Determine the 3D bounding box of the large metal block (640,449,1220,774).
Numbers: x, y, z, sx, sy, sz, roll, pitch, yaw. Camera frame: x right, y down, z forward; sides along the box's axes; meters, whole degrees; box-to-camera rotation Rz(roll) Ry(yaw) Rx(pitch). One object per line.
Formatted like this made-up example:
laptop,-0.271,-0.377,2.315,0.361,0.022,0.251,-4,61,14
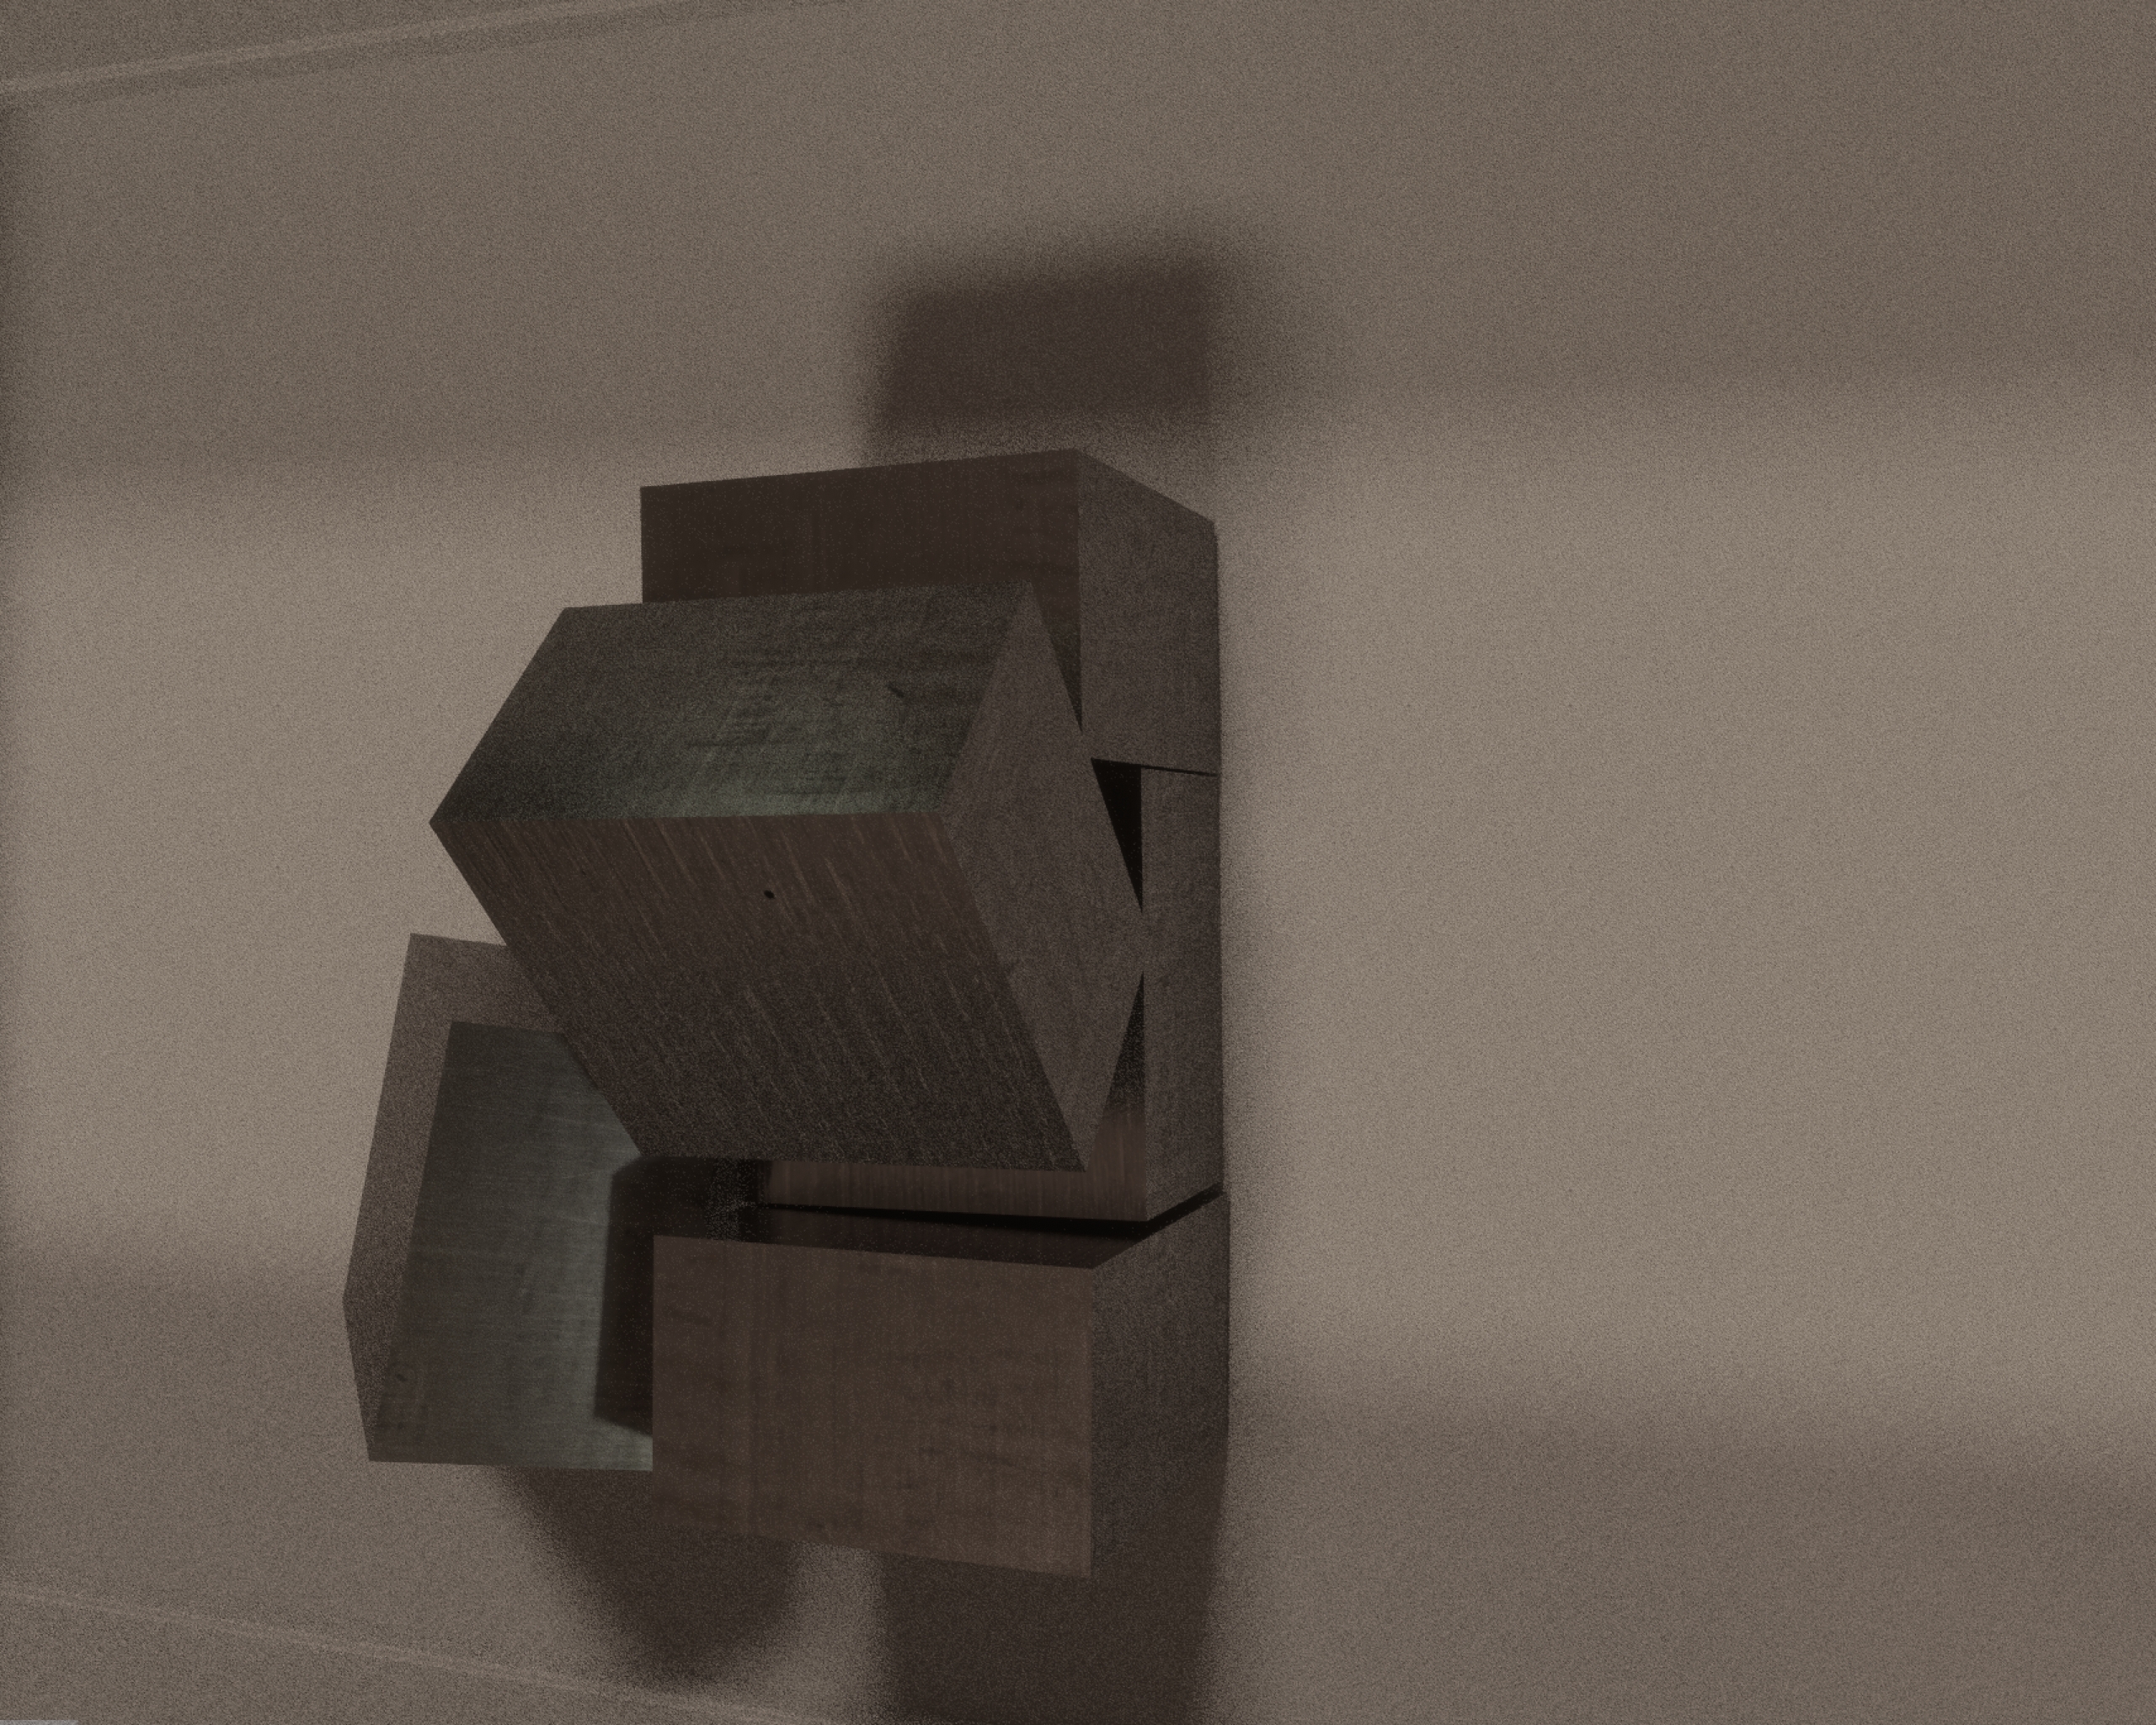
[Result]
large metal block,-0.024,-0.041,0.386,0.080,0.080,0.050,-1,90,19

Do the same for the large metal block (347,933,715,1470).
large metal block,-0.108,0.063,0.408,0.050,0.080,0.079,10,95,-24

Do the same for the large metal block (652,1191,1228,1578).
large metal block,-0.022,0.090,0.386,0.080,0.080,0.050,1,90,19

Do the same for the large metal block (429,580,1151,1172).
large metal block,-0.041,0.004,0.333,0.080,0.080,0.050,-1,45,19

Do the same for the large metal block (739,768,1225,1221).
large metal block,-0.018,0.023,0.403,0.080,0.050,0.079,-1,90,19
